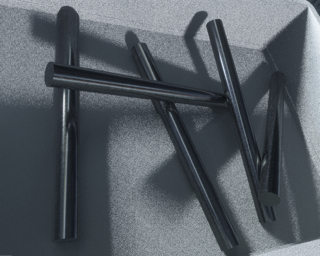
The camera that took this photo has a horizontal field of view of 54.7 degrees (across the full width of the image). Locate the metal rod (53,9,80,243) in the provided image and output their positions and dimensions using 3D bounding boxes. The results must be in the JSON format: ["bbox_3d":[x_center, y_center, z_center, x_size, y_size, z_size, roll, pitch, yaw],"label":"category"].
[{"bbox_3d":[-0.107,-0.025,0.362,0.025,0.025,0.299,6,59,-25],"label":"metal rod"}]

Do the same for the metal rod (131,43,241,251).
[{"bbox_3d":[0.026,0.011,0.412,0.025,0.025,0.299,-11,68,-33],"label":"metal rod"}]

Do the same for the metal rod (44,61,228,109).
[{"bbox_3d":[0.007,-0.046,0.400,0.302,0.025,0.025,3,60,-40],"label":"metal rod"}]

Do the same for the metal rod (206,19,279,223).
[{"bbox_3d":[0.114,-0.019,0.444,0.025,0.025,0.299,-4,74,-30],"label":"metal rod"}]

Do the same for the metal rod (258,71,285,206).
[{"bbox_3d":[0.175,-0.006,0.473,0.025,0.025,0.301,34,42,-6],"label":"metal rod"}]
